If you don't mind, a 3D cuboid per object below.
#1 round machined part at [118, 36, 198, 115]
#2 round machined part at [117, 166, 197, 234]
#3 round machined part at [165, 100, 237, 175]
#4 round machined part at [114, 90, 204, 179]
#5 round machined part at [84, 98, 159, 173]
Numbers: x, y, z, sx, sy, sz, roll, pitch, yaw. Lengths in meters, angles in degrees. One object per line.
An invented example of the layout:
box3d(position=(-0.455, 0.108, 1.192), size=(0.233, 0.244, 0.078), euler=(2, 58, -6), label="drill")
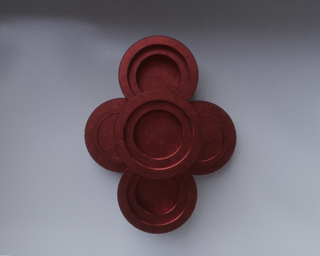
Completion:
box3d(position=(-0.002, -0.065, 0.401), size=(0.099, 0.042, 0.097), euler=(0, 90, -1), label="round machined part")
box3d(position=(-0.003, 0.082, 0.401), size=(0.099, 0.042, 0.097), euler=(0, 90, -1), label="round machined part")
box3d(position=(0.051, 0.013, 0.401), size=(0.099, 0.042, 0.097), euler=(0, 90, -1), label="round machined part")
box3d(position=(-0.002, 0.007, 0.359), size=(0.099, 0.042, 0.097), euler=(0, 90, -1), label="round machined part")
box3d(position=(-0.049, 0.009, 0.400), size=(0.099, 0.042, 0.097), euler=(0, 90, -1), label="round machined part")
